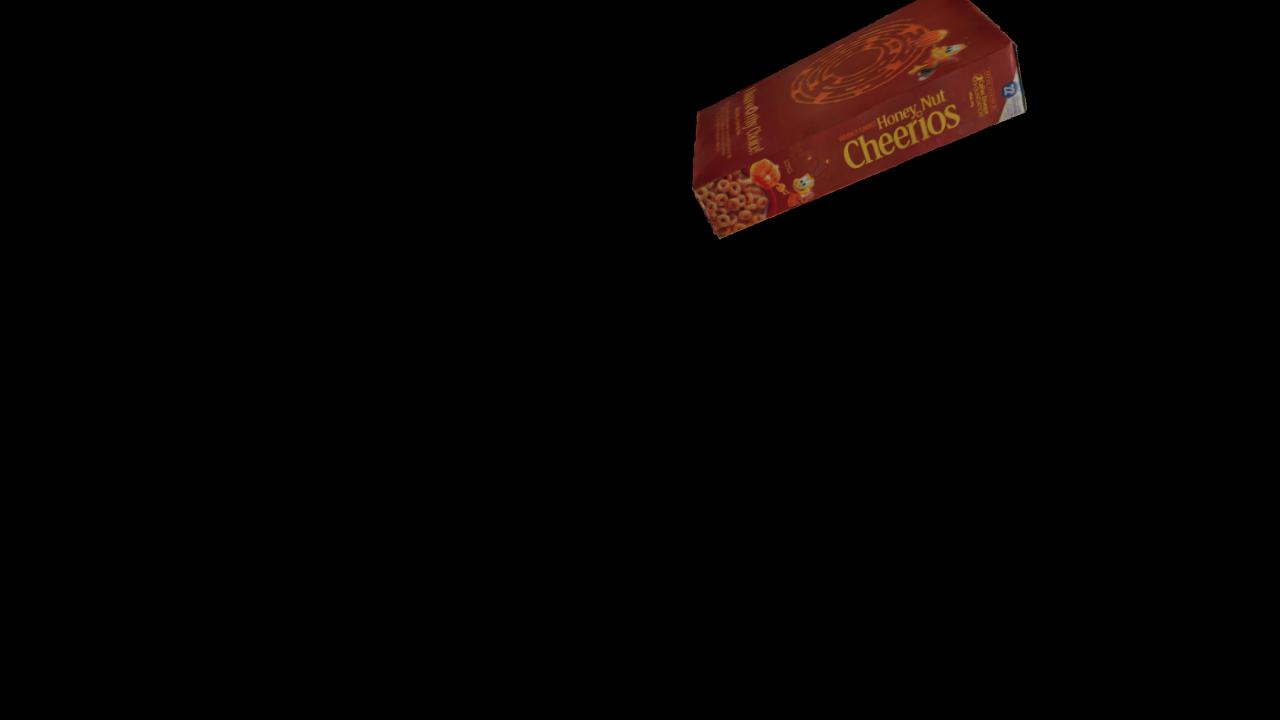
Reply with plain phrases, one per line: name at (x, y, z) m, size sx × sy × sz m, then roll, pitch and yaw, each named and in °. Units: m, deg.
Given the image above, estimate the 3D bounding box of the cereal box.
cereal box at (0.208, -0.263, 0.656) m, size 0.306 × 0.203 × 0.081 m, roll -19°, pitch -51°, yaw 23°
